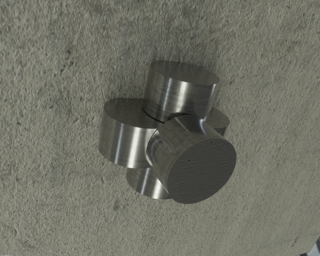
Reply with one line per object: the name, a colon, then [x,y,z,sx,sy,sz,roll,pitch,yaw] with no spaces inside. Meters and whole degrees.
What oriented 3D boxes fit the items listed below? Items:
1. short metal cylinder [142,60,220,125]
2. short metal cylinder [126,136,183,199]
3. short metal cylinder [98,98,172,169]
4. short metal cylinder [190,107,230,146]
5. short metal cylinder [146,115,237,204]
short metal cylinder: [0.024,-0.042,0.361,0.081,0.080,0.050,-2,119,-28]
short metal cylinder: [0.000,0.047,0.403,0.081,0.080,0.050,0,119,-29]
short metal cylinder: [-0.028,0.004,0.361,0.081,0.080,0.050,-1,119,-28]
short metal cylinder: [0.043,0.003,0.400,0.081,0.080,0.050,-1,119,-29]
short metal cylinder: [0.032,0.033,0.327,0.081,0.050,0.079,-14,125,-21]
